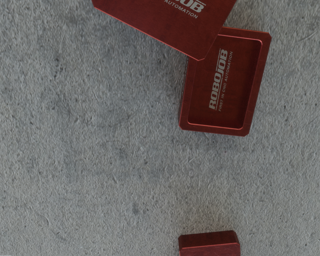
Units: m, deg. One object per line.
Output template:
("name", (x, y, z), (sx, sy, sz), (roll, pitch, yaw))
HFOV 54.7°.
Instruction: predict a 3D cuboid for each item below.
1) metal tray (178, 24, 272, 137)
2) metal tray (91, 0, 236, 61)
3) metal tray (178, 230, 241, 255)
("metal tray", (0.076, -0.058, 0.386), (0.091, 0.030, 0.129), (6, 110, -3))
("metal tray", (0.008, -0.139, 0.323), (0.131, 0.030, 0.089), (25, 108, -9))
("metal tray", (0.080, 0.228, 0.492), (0.091, 0.030, 0.129), (-6, 110, 2))
